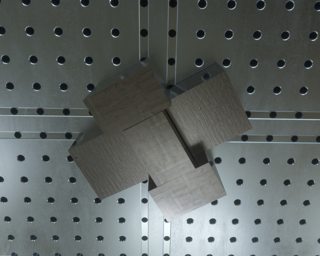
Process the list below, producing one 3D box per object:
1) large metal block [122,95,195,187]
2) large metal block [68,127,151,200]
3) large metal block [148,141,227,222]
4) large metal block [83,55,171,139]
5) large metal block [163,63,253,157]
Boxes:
[{"bbox_3d":[0.000,0.012,0.388,0.050,0.080,0.080,-27,108,10],"label":"large metal block"},{"bbox_3d":[-0.060,0.037,0.414,0.080,0.050,0.080,-25,108,9],"label":"large metal block"},{"bbox_3d":[0.033,0.065,0.408,0.080,0.080,0.050,-27,108,9],"label":"large metal block"},{"bbox_3d":[-0.035,-0.040,0.368,0.080,0.080,0.050,-27,108,9],"label":"large metal block"},{"bbox_3d":[0.057,-0.023,0.391,0.080,0.050,0.080,-27,110,9],"label":"large metal block"}]
